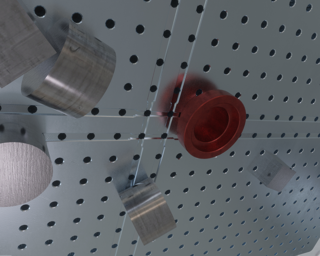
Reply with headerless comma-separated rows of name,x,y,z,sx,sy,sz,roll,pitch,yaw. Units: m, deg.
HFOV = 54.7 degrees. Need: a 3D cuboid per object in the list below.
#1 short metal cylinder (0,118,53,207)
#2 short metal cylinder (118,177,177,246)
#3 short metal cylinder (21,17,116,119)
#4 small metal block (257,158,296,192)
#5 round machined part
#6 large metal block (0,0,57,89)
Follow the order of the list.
short metal cylinder,-0.160,0.036,0.330,0.081,0.050,0.079,-14,124,-21
short metal cylinder,-0.018,0.117,0.437,0.050,0.080,0.080,-26,128,-12
short metal cylinder,-0.087,-0.055,0.294,0.050,0.080,0.080,29,102,-38
small metal block,0.222,0.090,0.588,0.050,0.025,0.050,24,105,-37
round machined part,0.067,-0.009,0.431,0.099,0.042,0.097,-14,124,-21
large metal block,-0.134,-0.090,0.246,0.050,0.080,0.080,-35,129,-5
